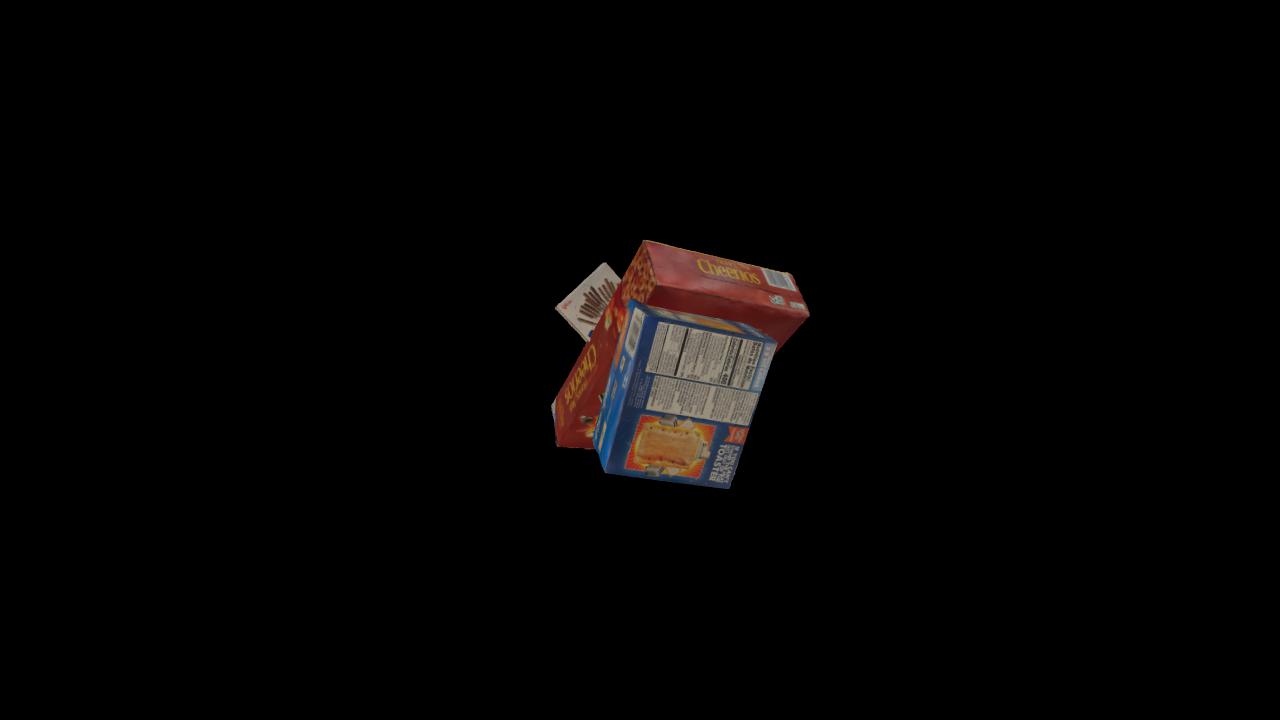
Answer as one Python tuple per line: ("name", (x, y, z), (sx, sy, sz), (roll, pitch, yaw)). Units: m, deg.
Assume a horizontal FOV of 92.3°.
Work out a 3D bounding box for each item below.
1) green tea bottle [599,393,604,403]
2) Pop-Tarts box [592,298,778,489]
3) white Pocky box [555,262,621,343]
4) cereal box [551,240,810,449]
("green tea bottle", (0.051, 0.036, 0.762), (0.212, 0.073, 0.073), (-16, 4, -14))
("Pop-Tarts box", (0.041, 0.035, 0.639), (0.141, 0.167, 0.083), (10, 17, -16))
("white Pocky box", (-0.022, -0.036, 0.757), (0.084, 0.154, 0.028), (-44, 10, -10))
("cereal box", (0.034, 0.005, 0.760), (0.203, 0.081, 0.306), (7, -42, -26))
